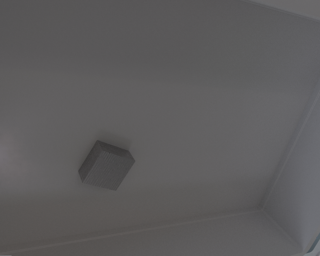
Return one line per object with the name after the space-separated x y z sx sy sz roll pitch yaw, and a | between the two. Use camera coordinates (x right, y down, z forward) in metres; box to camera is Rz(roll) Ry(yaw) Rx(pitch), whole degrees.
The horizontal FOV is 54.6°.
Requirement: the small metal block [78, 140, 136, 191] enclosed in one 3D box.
-0.069 0.049 0.401 0.050 0.025 0.050 24 106 -37 | small metal block
